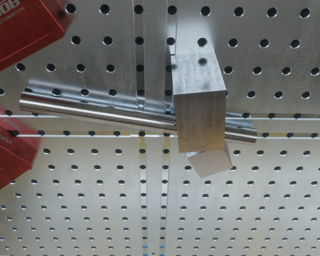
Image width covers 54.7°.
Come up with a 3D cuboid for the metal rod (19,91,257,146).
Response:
[{"bbox_3d":[-0.021,-0.010,0.402,0.302,0.025,0.025,9,130,-8],"label":"metal rod"}]

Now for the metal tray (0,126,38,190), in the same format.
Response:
[{"bbox_3d":[-0.253,0.028,0.429,0.090,0.030,0.130,-33,124,24],"label":"metal tray"}]

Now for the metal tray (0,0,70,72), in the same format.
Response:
[{"bbox_3d":[-0.171,-0.109,0.312,0.130,0.030,0.090,-22,127,17],"label":"metal tray"}]

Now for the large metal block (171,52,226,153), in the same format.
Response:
[{"bbox_3d":[0.042,-0.030,0.351,0.050,0.080,0.080,-5,130,4],"label":"large metal block"}]

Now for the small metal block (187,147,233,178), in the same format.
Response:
[{"bbox_3d":[0.071,0.042,0.448,0.050,0.025,0.050,-21,127,17],"label":"small metal block"}]
